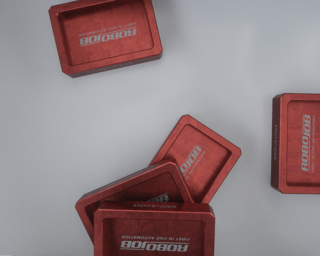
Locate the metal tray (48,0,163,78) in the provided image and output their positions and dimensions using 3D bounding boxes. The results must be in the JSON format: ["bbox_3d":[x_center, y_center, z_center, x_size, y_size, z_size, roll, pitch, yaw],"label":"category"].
[{"bbox_3d":[-0.069,-0.124,0.407,0.131,0.030,0.089,-13,90,-1],"label":"metal tray"}]

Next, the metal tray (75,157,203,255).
[{"bbox_3d":[-0.024,0.102,0.378,0.130,0.030,0.090,-24,94,5],"label":"metal tray"}]

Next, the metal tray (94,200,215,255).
[{"bbox_3d":[-0.006,0.132,0.349,0.131,0.030,0.089,1,95,3],"label":"metal tray"}]

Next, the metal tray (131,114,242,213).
[{"bbox_3d":[0.033,0.058,0.409,0.090,0.030,0.130,34,90,-1],"label":"metal tray"}]

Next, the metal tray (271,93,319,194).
[{"bbox_3d":[0.199,0.020,0.411,0.091,0.030,0.129,1,90,-1],"label":"metal tray"}]
